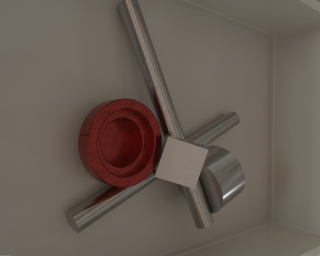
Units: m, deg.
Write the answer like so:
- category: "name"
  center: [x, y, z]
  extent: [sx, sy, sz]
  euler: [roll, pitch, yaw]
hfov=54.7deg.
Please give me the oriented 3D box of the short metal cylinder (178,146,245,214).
- category: "short metal cylinder"
  center: [0.069, 0.071, 0.430]
  extent: [0.050, 0.080, 0.080]
  euler: [-25, 106, -38]

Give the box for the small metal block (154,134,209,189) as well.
- category: "small metal block"
  center: [0.025, 0.040, 0.374]
  extent: [0.050, 0.025, 0.050]
  euler: [18, 95, -6]

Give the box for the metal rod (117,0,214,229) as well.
- category: "metal rod"
  center: [0.010, -0.013, 0.392]
  extent: [0.025, 0.025, 0.298]
  euler: [-25, 99, -38]

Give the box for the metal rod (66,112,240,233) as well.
- category: "metal rod"
  center: [0.014, 0.043, 0.418]
  extent: [0.302, 0.025, 0.025]
  euler: [-29, 108, -37]

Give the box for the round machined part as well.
- category: "round machined part"
  center: [-0.048, 0.016, 0.355]
  extent: [0.099, 0.042, 0.097]
  euler: [0, 90, -40]
